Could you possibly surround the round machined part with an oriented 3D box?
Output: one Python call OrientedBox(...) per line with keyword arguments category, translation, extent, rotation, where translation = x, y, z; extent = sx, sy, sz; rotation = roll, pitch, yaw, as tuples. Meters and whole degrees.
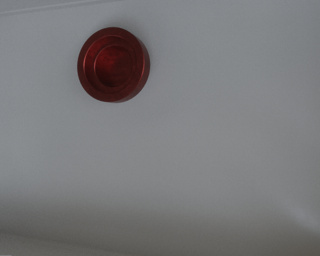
OrientedBox(category="round machined part", translation=(-0.059, -0.083, 0.421), extent=(0.098, 0.042, 0.097), rotation=(0, 90, 19))
